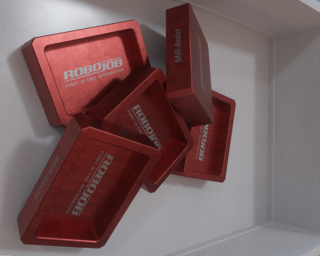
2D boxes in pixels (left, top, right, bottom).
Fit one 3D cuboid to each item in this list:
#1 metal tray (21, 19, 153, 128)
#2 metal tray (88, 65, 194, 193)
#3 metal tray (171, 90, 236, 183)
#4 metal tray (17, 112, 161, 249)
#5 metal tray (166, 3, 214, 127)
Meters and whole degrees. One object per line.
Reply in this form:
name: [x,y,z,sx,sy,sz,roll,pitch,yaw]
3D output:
metal tray: [-0.070,-0.063,0.343,0.131,0.030,0.089,-26,107,-37]
metal tray: [-0.015,0.004,0.363,0.090,0.030,0.130,-47,133,-22]
metal tray: [0.066,0.011,0.459,0.091,0.030,0.129,16,80,-39]
metal tray: [-0.069,0.058,0.307,0.091,0.030,0.129,22,105,-38]
metal tray: [0.038,-0.077,0.390,0.090,0.030,0.130,44,41,-56]
